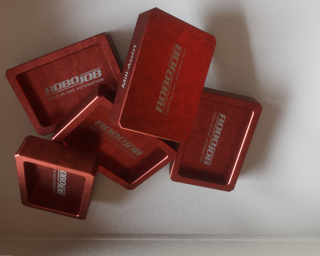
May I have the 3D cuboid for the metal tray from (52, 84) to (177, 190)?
[{"bbox_3d":[-0.053,0.017,0.389,0.090,0.030,0.130,-40,121,20],"label":"metal tray"}]

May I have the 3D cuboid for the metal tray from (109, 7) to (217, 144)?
[{"bbox_3d":[0.005,-0.055,0.350,0.091,0.030,0.129,16,91,-30],"label":"metal tray"}]

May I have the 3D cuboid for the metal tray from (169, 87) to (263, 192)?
[{"bbox_3d":[0.070,0.016,0.414,0.091,0.030,0.129,12,110,-5],"label":"metal tray"}]

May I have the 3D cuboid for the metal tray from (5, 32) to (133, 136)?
[{"bbox_3d":[-0.108,-0.054,0.385,0.131,0.030,0.090,-19,109,6],"label":"metal tray"}]

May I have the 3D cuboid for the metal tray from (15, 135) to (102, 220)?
[{"bbox_3d":[-0.131,0.070,0.400,0.091,0.030,0.129,16,138,-6],"label":"metal tray"}]
